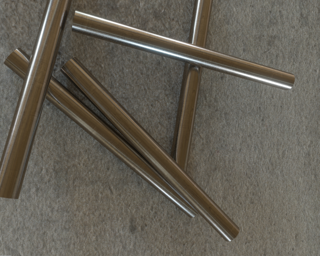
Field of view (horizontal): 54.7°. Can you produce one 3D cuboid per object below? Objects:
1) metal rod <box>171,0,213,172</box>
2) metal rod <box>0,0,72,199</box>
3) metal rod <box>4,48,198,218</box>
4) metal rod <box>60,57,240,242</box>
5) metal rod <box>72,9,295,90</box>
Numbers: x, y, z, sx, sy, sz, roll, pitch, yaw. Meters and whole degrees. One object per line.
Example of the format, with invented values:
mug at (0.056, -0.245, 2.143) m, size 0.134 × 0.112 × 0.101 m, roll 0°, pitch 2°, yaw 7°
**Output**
metal rod at (0.047, -0.088, 0.427) m, size 0.025 × 0.025 × 0.298 m, roll 10°, pitch 87°, yaw -20°
metal rod at (-0.127, -0.076, 0.337) m, size 0.025 × 0.025 × 0.299 m, roll 15°, pitch 76°, yaw -20°
metal rod at (-0.059, 0.016, 0.388) m, size 0.300 × 0.025 × 0.025 m, roll 42°, pitch 77°, yaw -16°
metal rod at (-0.007, 0.032, 0.389) m, size 0.300 × 0.025 × 0.025 m, roll 47°, pitch 75°, yaw -8°
metal rod at (0.043, -0.094, 0.398) m, size 0.302 × 0.025 × 0.025 m, roll 11°, pitch 86°, yaw -17°
